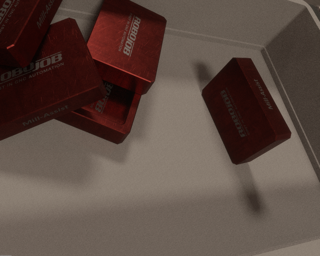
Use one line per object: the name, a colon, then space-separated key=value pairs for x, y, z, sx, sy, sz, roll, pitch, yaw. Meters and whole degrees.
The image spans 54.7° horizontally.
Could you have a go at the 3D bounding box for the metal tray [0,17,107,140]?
metal tray: x=-0.133 y=-0.051 z=0.323 sx=0.131 sy=0.030 sz=0.090 roll=-23 pitch=72 yaw=-6

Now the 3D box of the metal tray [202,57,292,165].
metal tray: x=0.117 y=-0.024 z=0.443 sx=0.030 sy=0.090 sz=0.130 roll=-7 pitch=65 yaw=-32

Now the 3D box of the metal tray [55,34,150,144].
metal tray: x=-0.070 y=-0.053 z=0.398 sx=0.090 sy=0.030 sz=0.130 roll=24 pitch=53 yaw=-14

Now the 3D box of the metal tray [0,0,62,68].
metal tray: x=-0.158 y=-0.128 z=0.322 sx=0.090 sy=0.030 sz=0.130 roll=10 pitch=65 yaw=11

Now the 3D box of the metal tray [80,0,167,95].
metal tray: x=-0.045 y=-0.115 z=0.411 sx=0.091 sy=0.030 sz=0.130 roll=21 pitch=54 yaw=-16
